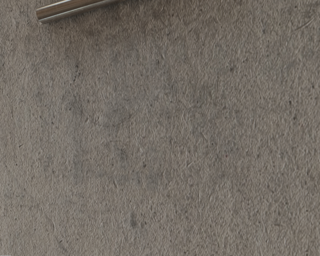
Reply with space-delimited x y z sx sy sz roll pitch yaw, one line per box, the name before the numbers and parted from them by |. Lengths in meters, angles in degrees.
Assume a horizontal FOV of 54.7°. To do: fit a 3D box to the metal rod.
metal rod | -0.038 -0.189 0.421 0.301 0.025 0.025 -8 88 19
